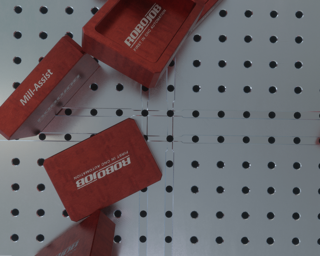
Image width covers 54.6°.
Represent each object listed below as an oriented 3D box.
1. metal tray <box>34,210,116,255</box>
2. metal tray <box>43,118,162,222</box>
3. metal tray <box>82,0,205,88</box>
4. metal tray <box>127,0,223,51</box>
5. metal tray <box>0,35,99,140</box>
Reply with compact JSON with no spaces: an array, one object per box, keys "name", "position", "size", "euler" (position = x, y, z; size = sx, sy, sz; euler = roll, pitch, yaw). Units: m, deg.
[{"name":"metal tray","position":[-0.114,0.166,0.366],"size":[0.130,0.090,0.030],"euler":[-37,109,11]},{"name":"metal tray","position":[-0.073,0.054,0.410],"size":[0.130,0.030,0.090],"euler":[-27,90,0]},{"name":"metal tray","position":[-0.015,-0.117,0.350],"size":[0.090,0.030,0.130],"euler":[30,61,0]},{"name":"metal tray","position":[0.023,-0.174,0.410],"size":[0.090,0.030,0.130],"euler":[43,90,0]},{"name":"metal tray","position":[-0.135,-0.046,0.379],"size":[0.030,0.090,0.130],"euler":[42,90,-3]}]
